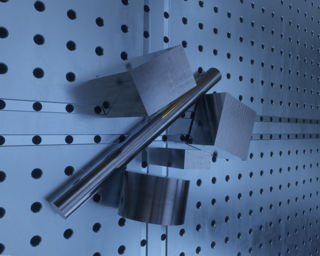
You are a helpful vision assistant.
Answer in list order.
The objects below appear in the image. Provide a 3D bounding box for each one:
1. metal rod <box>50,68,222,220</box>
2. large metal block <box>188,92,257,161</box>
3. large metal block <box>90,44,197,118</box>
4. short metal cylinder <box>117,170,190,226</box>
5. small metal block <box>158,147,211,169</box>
[{"bbox_3d":[-0.010,0.002,0.402,0.302,0.025,0.025,-42,116,-32],"label":"metal rod"},{"bbox_3d":[0.097,0.000,0.473,0.080,0.050,0.080,25,75,-38],"label":"large metal block"},{"bbox_3d":[-0.019,-0.053,0.360,0.081,0.080,0.050,-35,112,-35],"label":"large metal block"},{"bbox_3d":[-0.007,0.081,0.368,0.081,0.080,0.050,15,81,-39],"label":"short metal cylinder"},{"bbox_3d":[0.034,0.042,0.424,0.050,0.050,0.025,7,86,-40],"label":"small metal block"}]
